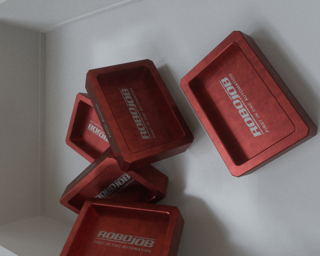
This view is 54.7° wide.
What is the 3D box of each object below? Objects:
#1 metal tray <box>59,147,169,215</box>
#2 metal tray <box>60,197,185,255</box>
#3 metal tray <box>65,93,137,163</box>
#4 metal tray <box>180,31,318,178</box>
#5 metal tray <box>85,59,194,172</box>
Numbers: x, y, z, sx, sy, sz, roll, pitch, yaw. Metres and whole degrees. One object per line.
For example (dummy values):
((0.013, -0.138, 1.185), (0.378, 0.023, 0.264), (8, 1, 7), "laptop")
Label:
((-0.063, 0.085, 0.418), (0.090, 0.030, 0.129), (38, 124, -17), "metal tray")
((-0.044, 0.135, 0.371), (0.130, 0.030, 0.090), (1, 47, 21), "metal tray")
((-0.088, 0.008, 0.473), (0.130, 0.030, 0.089), (28, 108, 36), "metal tray")
((0.087, -0.025, 0.330), (0.090, 0.030, 0.130), (-41, 66, 32), "metal tray")
((-0.027, -0.020, 0.382), (0.130, 0.091, 0.030), (63, 153, 20), "metal tray")
